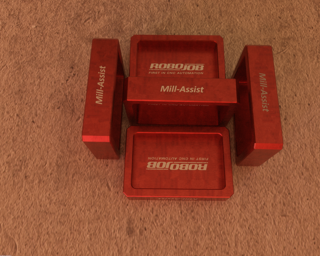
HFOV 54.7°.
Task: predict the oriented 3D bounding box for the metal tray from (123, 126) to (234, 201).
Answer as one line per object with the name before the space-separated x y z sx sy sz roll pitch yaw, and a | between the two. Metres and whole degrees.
metal tray | 0.022 0.044 0.392 0.131 0.030 0.090 1 69 0

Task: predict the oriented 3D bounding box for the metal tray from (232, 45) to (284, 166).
metal tray | 0.115 -0.025 0.384 0.030 0.090 0.130 1 70 1

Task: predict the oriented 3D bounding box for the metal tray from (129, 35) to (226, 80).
metal tray | 0.024 -0.085 0.438 0.131 0.030 0.090 0 73 0

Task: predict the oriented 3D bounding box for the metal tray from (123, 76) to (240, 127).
metal tray | 0.025 -0.029 0.387 0.131 0.090 0.030 1 72 0

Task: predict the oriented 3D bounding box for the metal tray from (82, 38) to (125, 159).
metal tray | -0.066 -0.033 0.387 0.030 0.090 0.130 1 71 0
